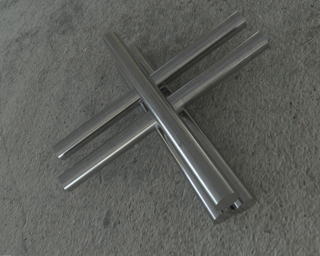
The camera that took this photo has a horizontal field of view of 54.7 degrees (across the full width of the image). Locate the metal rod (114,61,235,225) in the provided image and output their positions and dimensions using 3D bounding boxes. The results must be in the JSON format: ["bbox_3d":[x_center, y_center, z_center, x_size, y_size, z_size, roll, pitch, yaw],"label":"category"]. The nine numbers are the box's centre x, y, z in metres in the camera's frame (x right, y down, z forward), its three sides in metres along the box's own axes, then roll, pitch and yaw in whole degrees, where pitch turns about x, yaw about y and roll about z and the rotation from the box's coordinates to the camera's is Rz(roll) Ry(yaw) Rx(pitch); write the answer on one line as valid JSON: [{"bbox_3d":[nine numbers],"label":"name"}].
[{"bbox_3d":[0.002,-0.008,0.408,0.025,0.025,0.300,-36,51,4],"label":"metal rod"}]

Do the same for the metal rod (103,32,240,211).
[{"bbox_3d":[-0.006,-0.033,0.363,0.025,0.025,0.300,-37,51,3],"label":"metal rod"}]

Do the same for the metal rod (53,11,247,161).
[{"bbox_3d":[-0.016,-0.054,0.413,0.300,0.025,0.025,-36,51,3],"label":"metal rod"}]

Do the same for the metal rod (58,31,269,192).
[{"bbox_3d":[0.002,-0.018,0.382,0.300,0.025,0.025,-36,51,3],"label":"metal rod"}]

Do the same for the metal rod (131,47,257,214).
[{"bbox_3d":[0.023,-0.020,0.404,0.025,0.025,0.300,-36,51,4],"label":"metal rod"}]
